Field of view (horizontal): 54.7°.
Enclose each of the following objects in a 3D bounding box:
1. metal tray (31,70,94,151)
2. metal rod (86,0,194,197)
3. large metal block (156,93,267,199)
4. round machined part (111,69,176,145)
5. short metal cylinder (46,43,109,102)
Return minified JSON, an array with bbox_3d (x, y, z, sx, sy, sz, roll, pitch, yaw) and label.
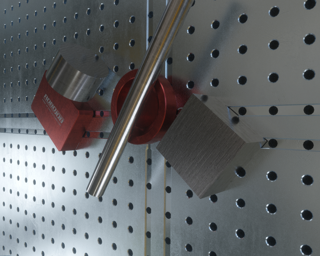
[{"bbox_3d":[-0.178,-0.032,0.553,0.130,0.030,0.089,47,118,29],"label":"metal tray"},{"bbox_3d":[-0.027,-0.038,0.376,0.025,0.025,0.298,40,114,32],"label":"metal rod"},{"bbox_3d":[0.055,0.019,0.348,0.080,0.050,0.080,48,118,29],"label":"large metal block"},{"bbox_3d":[-0.017,-0.027,0.412,0.098,0.042,0.097,0,90,40],"label":"round machined part"},{"bbox_3d":[-0.127,-0.086,0.478,0.050,0.081,0.080,-50,61,28],"label":"short metal cylinder"}]
